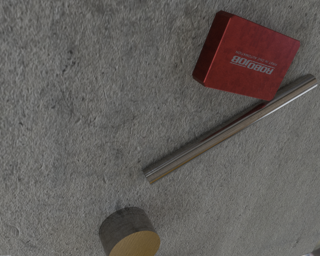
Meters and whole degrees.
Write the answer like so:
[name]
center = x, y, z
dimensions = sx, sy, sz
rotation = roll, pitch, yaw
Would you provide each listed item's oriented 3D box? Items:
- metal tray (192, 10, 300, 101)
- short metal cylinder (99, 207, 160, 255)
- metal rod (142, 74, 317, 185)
[metal tray]
center = 0.116, -0.091, 0.411
dimensions = 0.131, 0.030, 0.089
rotation = 7, 115, -32
[short metal cylinder]
center = -0.046, 0.167, 0.469
dimensions = 0.081, 0.050, 0.079
rotation = -14, 124, -21
[metal rod]
center = 0.110, -0.002, 0.465
dimensions = 0.301, 0.025, 0.025
rotation = -29, 129, -10
